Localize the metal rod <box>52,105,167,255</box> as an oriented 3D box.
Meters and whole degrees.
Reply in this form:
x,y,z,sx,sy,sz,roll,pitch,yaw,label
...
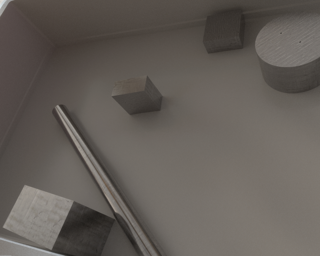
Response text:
x,y,z,sx,sy,sz,roll,pitch,yaw,label
-0.082,0.057,0.412,0.025,0.025,0.300,-43,51,-1,metal rod

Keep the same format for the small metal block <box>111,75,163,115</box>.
x,y,z,sx,sy,sz,roll,pitch,yaw,label
-0.031,-0.044,0.432,0.050,0.050,0.025,-7,59,24,small metal block

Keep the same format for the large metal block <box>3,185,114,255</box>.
x,y,z,sx,sy,sz,roll,pitch,yaw,label
-0.114,0.111,0.361,0.080,0.080,0.050,7,66,31,large metal block

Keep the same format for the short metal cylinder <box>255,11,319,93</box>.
x,y,z,sx,sy,sz,roll,pitch,yaw,label
0.157,-0.087,0.361,0.080,0.050,0.080,-13,56,20,short metal cylinder

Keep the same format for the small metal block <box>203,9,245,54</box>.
x,y,z,sx,sy,sz,roll,pitch,yaw,label
0.092,-0.137,0.441,0.050,0.025,0.050,-2,61,26,small metal block
